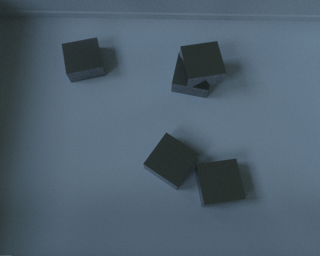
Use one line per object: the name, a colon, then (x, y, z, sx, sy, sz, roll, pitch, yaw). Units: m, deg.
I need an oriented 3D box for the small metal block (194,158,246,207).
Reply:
small metal block: (0.073, 0.068, 0.386, 0.050, 0.025, 0.050, -8, 70, -3)

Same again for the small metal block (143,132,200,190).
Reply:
small metal block: (0.014, 0.042, 0.394, 0.050, 0.025, 0.050, 33, 73, 11)

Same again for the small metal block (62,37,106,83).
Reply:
small metal block: (-0.109, -0.097, 0.444, 0.050, 0.025, 0.050, -12, 71, -5)

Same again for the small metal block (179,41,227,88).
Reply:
small metal block: (0.056, -0.085, 0.415, 0.050, 0.025, 0.050, -9, 70, -4)

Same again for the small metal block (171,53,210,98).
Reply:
small metal block: (0.046, -0.074, 0.437, 0.050, 0.025, 0.050, 11, 70, 3)
